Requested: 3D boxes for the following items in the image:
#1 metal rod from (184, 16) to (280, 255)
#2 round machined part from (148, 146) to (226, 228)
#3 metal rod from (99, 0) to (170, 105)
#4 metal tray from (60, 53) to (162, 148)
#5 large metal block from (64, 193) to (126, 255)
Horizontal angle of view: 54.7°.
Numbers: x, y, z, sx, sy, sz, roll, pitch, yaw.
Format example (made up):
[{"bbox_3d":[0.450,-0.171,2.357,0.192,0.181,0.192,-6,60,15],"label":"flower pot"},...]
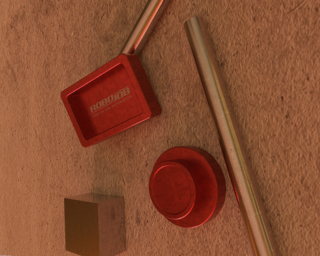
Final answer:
[{"bbox_3d":[0.078,0.015,0.339,0.025,0.025,0.299,-24,75,37],"label":"metal rod"},{"bbox_3d":[0.025,0.071,0.372,0.098,0.042,0.097,0,90,39],"label":"round machined part"},{"bbox_3d":[-0.038,-0.114,0.434,0.025,0.025,0.298,49,119,28],"label":"metal rod"},{"bbox_3d":[-0.072,-0.035,0.434,0.130,0.030,0.090,-24,89,29],"label":"metal tray"},{"bbox_3d":[-0.099,0.145,0.467,0.080,0.050,0.080,-4,88,39],"label":"large metal block"}]
